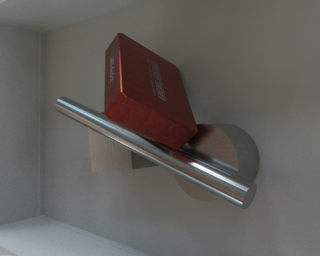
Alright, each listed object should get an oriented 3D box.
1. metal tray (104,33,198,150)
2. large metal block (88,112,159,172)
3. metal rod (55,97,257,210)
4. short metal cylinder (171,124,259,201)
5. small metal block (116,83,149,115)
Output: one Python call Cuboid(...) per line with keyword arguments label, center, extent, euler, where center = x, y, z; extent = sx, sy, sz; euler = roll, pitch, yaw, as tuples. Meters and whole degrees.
Cuboid(label="metal tray", center=(-0.013, -0.044, 0.340), extent=(0.030, 0.090, 0.130), euler=(-48, 32, 28))
Cuboid(label="large metal block", center=(-0.053, 0.017, 0.430), extent=(0.080, 0.050, 0.080), euler=(-10, 84, 39))
Cuboid(label="metal rod", center=(-0.031, 0.013, 0.363), extent=(0.300, 0.025, 0.025), euler=(23, 105, 37))
Cuboid(label="short metal cylinder", center=(0.060, 0.035, 0.338), extent=(0.080, 0.050, 0.079), euler=(0, 90, 39))
Cuboid(label="small metal block", center=(-0.029, -0.044, 0.383), extent=(0.050, 0.025, 0.050), euler=(-3, 52, 13))
